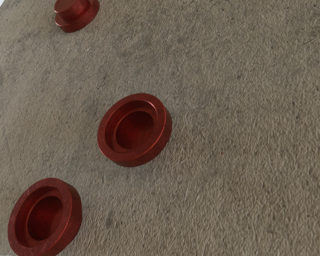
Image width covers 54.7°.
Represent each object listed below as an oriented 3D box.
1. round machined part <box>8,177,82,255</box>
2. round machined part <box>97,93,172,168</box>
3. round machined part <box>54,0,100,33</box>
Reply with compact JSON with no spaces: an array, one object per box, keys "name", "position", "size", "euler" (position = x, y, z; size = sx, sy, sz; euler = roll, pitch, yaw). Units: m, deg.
[{"name":"round machined part","position":[-0.140,0.116,0.395],"size":[0.098,0.042,0.098],"euler":[-13,56,21]},{"name":"round machined part","position":[-0.029,0.006,0.404],"size":[0.098,0.042,0.098],"euler":[-13,56,21]},{"name":"round machined part","position":[-0.178,-0.248,0.639],"size":[0.098,0.042,0.098],"euler":[-13,56,21]}]
